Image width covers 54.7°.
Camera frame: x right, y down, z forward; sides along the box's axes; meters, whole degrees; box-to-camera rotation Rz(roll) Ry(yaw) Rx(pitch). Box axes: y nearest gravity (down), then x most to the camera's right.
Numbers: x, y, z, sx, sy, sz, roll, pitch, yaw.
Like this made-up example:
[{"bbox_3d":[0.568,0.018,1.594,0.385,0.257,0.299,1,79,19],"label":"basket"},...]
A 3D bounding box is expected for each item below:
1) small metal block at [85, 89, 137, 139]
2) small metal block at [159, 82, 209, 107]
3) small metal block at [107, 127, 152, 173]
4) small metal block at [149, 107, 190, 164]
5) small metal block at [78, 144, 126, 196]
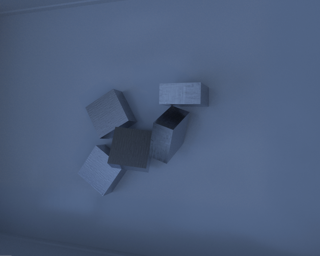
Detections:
[{"bbox_3d":[-0.068,-0.019,0.432,0.050,0.025,0.050,-31,76,17],"label":"small metal block"},{"bbox_3d":[0.031,-0.040,0.386,0.050,0.050,0.025,1,90,19],"label":"small metal block"},{"bbox_3d":[-0.037,0.029,0.409,0.050,0.025,0.050,7,70,7],"label":"small metal block"},{"bbox_3d":[0.012,0.007,0.383,0.025,0.050,0.050,21,125,18],"label":"small metal block"},{"bbox_3d":[-0.079,0.059,0.437,0.050,0.025,0.050,38,102,15],"label":"small metal block"}]
